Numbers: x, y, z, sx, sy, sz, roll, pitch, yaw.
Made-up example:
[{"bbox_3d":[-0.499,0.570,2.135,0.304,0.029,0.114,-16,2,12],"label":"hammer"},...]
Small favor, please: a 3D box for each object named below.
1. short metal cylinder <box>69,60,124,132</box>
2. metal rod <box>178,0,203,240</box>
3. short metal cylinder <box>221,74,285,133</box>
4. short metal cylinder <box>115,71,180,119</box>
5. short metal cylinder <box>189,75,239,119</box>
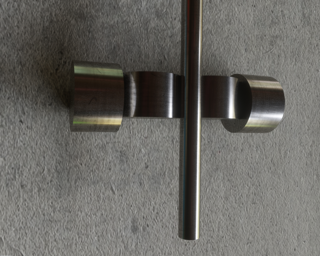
[{"bbox_3d":[-0.075,-0.035,0.354,0.050,0.080,0.080,1,90,-20],"label":"short metal cylinder"},{"bbox_3d":[0.036,-0.024,0.358,0.025,0.025,0.298,1,90,-20],"label":"metal rod"},{"bbox_3d":[0.123,-0.033,0.427,0.050,0.080,0.080,1,90,-20],"label":"short metal cylinder"},{"bbox_3d":[-0.014,-0.037,0.376,0.081,0.080,0.050,1,90,-20],"label":"short metal cylinder"},{"bbox_3d":[0.062,-0.037,0.403,0.081,0.080,0.050,1,90,-20],"label":"short metal cylinder"}]
